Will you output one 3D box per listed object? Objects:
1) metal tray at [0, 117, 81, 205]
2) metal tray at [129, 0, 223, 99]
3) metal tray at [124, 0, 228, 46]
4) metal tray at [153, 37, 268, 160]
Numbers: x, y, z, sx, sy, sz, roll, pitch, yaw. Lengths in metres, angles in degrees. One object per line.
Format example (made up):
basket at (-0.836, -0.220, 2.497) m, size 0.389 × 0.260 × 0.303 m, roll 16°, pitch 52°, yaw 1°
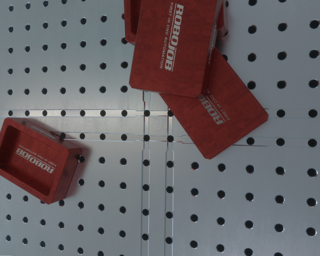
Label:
metal tray at (-0.194, 0.048, 0.479) m, size 0.130 × 0.030 × 0.090 m, roll 24°, pitch 98°, yaw 18°
metal tray at (0.019, -0.105, 0.371) m, size 0.090 × 0.030 × 0.129 m, roll 11°, pitch 94°, yaw 19°
metal tray at (0.018, -0.160, 0.403) m, size 0.130 × 0.030 × 0.090 m, roll -2°, pitch 89°, yaw 20°
metal tray at (0.060, -0.038, 0.389) m, size 0.090 × 0.030 × 0.130 m, roll -38°, pitch 78°, yaw 16°
